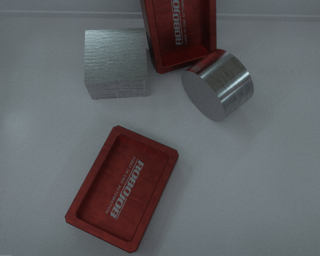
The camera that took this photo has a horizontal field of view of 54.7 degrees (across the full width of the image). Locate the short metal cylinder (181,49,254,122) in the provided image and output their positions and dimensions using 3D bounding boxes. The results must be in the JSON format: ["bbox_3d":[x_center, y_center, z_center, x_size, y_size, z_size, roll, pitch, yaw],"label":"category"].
[{"bbox_3d":[0.073,-0.054,0.401,0.050,0.080,0.080,-38,75,-13],"label":"short metal cylinder"}]

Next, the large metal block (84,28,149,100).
[{"bbox_3d":[-0.058,-0.088,0.428,0.081,0.050,0.080,-4,70,-2],"label":"large metal block"}]

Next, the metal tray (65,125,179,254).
[{"bbox_3d":[-0.043,0.072,0.380,0.090,0.030,0.130,23,71,8],"label":"metal tray"}]

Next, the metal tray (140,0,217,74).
[{"bbox_3d":[0.026,-0.142,0.406,0.091,0.129,0.030,-18,45,-7],"label":"metal tray"}]
